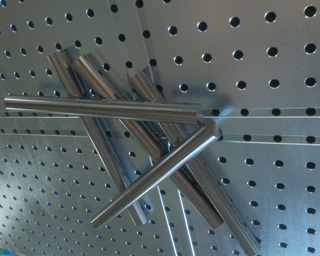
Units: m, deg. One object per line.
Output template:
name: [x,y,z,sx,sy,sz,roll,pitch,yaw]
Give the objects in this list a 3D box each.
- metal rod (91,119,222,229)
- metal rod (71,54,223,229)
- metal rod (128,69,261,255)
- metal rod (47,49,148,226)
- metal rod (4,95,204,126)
metal rod: [-0.023,0.081,0.439,0.025,0.025,0.299,44,129,-3]
metal rod: [-0.012,0.023,0.430,0.025,0.025,0.300,-34,100,38]
metal rod: [0.052,0.054,0.416,0.025,0.025,0.299,-25,105,36]
metal rod: [-0.087,0.027,0.471,0.025,0.025,0.299,-10,114,32]
metal rod: [-0.091,-0.027,0.408,0.301,0.025,0.025,5,121,25]
